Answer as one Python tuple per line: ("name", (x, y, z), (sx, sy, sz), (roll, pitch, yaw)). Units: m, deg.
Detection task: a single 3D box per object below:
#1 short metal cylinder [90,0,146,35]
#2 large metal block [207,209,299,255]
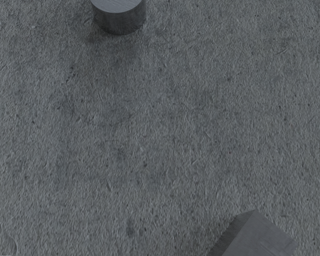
("short metal cylinder", (-0.062, -0.187, 0.463), (0.081, 0.050, 0.080), (0, 70, 0))
("large metal block", (0.088, 0.138, 0.329), (0.050, 0.080, 0.080), (39, 75, 13))
